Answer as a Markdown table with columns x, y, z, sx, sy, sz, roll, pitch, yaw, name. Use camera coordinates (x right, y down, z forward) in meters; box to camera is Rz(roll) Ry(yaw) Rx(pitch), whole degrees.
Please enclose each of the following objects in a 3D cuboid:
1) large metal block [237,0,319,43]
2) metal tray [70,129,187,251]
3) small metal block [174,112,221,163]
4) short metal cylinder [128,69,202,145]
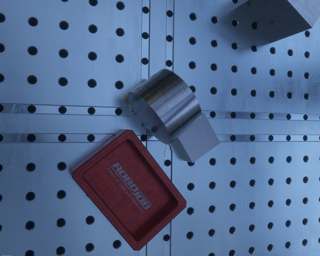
| x | y | z | sx | sy | sz | roll | pitch | yaw | name |
| --- | --- | --- | --- | --- | --- | --- | --- | --- | --- |
| 0.175 | -0.179 | 0.448 | 0.080 | 0.080 | 0.050 | 38 | 78 | -16 | large metal block |
| -0.038 | 0.077 | 0.396 | 0.090 | 0.030 | 0.130 | -40 | 103 | -16 | metal tray |
| 0.047 | 0.013 | 0.430 | 0.050 | 0.025 | 0.050 | -33 | 101 | -17 | small metal block |
| 0.005 | -0.026 | 0.385 | 0.050 | 0.080 | 0.080 | -39 | 103 | -16 | short metal cylinder |
